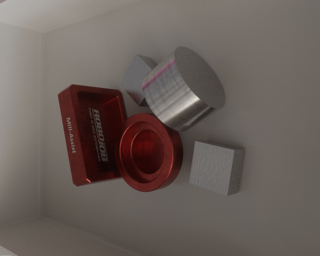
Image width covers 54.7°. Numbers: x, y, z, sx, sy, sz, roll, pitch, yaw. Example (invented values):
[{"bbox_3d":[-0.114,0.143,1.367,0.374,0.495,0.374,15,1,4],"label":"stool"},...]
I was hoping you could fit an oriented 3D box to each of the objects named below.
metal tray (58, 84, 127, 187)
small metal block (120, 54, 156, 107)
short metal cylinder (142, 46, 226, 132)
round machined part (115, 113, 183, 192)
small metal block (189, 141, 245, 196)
[{"bbox_3d":[-0.084,0.009,0.429,0.030,0.091,0.129,-22,76,38],"label":"metal tray"},{"bbox_3d":[-0.021,-0.064,0.420,0.050,0.025,0.050,49,119,30],"label":"small metal block"},{"bbox_3d":[0.027,-0.043,0.345,0.050,0.081,0.080,-36,68,34],"label":"short metal cylinder"},{"bbox_3d":[-0.010,0.030,0.398,0.098,0.042,0.097,0,90,39],"label":"round machined part"},{"bbox_3d":[0.064,0.044,0.350,0.050,0.025,0.050,12,97,40],"label":"small metal block"}]
